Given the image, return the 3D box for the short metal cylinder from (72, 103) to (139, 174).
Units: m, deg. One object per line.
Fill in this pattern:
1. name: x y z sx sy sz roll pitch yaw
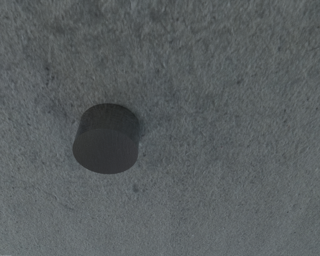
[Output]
1. short metal cylinder: -0.068 0.015 0.402 0.081 0.050 0.079 0 130 0
